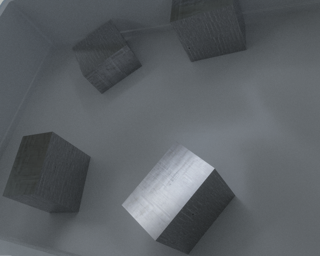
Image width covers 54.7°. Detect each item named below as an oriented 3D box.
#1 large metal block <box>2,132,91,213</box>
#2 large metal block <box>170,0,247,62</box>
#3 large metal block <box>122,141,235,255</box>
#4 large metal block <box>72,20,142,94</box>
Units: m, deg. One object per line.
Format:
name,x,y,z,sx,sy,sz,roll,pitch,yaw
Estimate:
large metal block,-0.143,0.061,0.406,0.050,0.080,0.080,-8,58,24
large metal block,0.068,-0.142,0.421,0.080,0.080,0.050,-8,59,24
large metal block,0.023,0.073,0.313,0.080,0.080,0.050,-49,52,-7
large metal block,-0.087,-0.116,0.505,0.080,0.050,0.080,-34,52,5
